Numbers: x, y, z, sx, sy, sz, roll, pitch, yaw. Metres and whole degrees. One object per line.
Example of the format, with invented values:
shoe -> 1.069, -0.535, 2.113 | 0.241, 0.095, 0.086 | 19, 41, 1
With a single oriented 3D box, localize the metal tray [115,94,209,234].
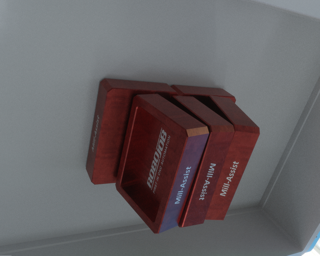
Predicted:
metal tray -> -0.004, 0.038, 0.343 | 0.030, 0.090, 0.129 | -8, 123, -40

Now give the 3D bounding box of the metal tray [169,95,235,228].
metal tray -> 0.031, 0.037, 0.364 | 0.030, 0.090, 0.129 | 0, 117, -28

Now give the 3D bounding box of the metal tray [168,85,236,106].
metal tray -> 0.043, 0.008, 0.432 | 0.091, 0.030, 0.129 | 0, 118, -29

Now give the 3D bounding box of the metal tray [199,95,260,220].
metal tray -> 0.068, 0.036, 0.382 | 0.030, 0.090, 0.129 | 7, 116, -16

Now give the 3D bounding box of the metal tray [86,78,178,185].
metal tray -> -0.036, 0.007, 0.387 | 0.091, 0.030, 0.129 | 0, 118, -29
